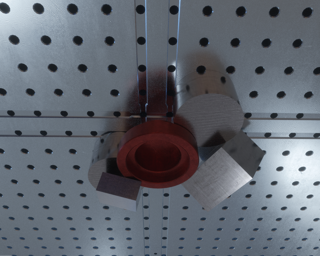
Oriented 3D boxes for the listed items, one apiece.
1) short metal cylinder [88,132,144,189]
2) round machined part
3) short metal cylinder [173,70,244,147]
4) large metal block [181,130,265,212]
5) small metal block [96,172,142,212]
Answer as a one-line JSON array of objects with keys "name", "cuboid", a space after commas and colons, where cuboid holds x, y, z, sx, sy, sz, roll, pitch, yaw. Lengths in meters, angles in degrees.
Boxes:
[{"name": "short metal cylinder", "cuboid": [-0.057, 0.052, 0.438, 0.081, 0.050, 0.079, 0, 130, 0]}, {"name": "round machined part", "cuboid": [-0.002, 0.028, 0.386, 0.099, 0.042, 0.097, 0, 130, 0]}, {"name": "short metal cylinder", "cuboid": [0.056, -0.023, 0.376, 0.081, 0.050, 0.079, 0, 130, 0]}, {"name": "large metal block", "cuboid": [0.085, 0.053, 0.413, 0.050, 0.080, 0.080, 46, 122, 7]}, {"name": "small metal block", "cuboid": [-0.052, 0.083, 0.400, 0.050, 0.025, 0.050, 14, 149, 4]}]
